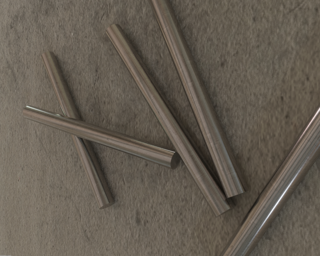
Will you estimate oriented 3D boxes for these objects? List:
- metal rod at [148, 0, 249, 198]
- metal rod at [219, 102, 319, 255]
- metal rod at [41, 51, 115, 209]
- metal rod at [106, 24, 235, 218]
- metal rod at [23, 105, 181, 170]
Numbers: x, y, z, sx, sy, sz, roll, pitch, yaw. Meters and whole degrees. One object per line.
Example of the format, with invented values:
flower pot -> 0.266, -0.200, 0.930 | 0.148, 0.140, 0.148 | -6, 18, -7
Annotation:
metal rod -> 0.035, -0.064, 0.374 | 0.025, 0.025, 0.299 | -31, 71, 35
metal rod -> 0.125, 0.046, 0.301 | 0.025, 0.025, 0.298 | 39, 113, 33
metal rod -> -0.143, -0.008, 0.519 | 0.025, 0.025, 0.299 | -40, 66, 32
metal rod -> 0.002, -0.025, 0.401 | 0.025, 0.025, 0.299 | -45, 63, 30
metal rod -> -0.104, 0.006, 0.464 | 0.300, 0.025, 0.025 | 15, 100, 31
